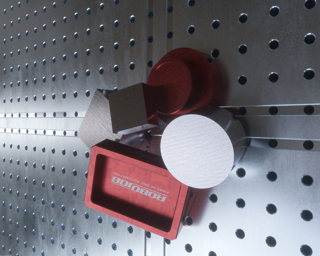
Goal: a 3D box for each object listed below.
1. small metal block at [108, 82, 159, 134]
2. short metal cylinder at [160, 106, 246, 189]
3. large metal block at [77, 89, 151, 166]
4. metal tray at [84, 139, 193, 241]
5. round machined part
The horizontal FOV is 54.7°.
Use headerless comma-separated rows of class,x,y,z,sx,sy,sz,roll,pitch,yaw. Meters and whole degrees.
small metal block,-0.033,-0.022,0.376,0.050,0.025,0.050,-14,78,28
short metal cylinder,0.048,0.019,0.339,0.080,0.050,0.079,8,108,27
large metal block,-0.065,0.000,0.447,0.080,0.050,0.080,43,116,31
metal tray,-0.028,0.075,0.392,0.130,0.030,0.089,17,109,16
round machined part,0.022,-0.050,0.380,0.098,0.042,0.097,0,90,40
